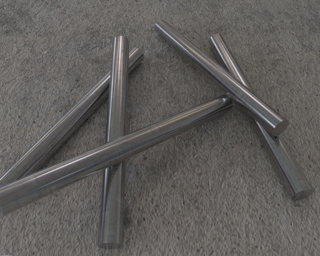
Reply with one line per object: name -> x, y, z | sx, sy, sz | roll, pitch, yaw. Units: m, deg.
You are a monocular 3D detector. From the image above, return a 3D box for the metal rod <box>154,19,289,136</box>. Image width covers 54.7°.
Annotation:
metal rod -> 0.072, -0.091, 0.462 | 0.025, 0.025, 0.300 | -22, 48, -18

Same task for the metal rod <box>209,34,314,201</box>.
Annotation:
metal rod -> 0.126, -0.038, 0.435 | 0.025, 0.025, 0.300 | -9, 51, -8

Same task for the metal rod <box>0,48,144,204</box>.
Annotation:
metal rod -> -0.110, -0.019, 0.418 | 0.025, 0.025, 0.301 | 23, 54, 18

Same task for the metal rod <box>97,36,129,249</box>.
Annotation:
metal rod -> -0.054, -0.007, 0.389 | 0.025, 0.025, 0.300 | -1, 56, -1

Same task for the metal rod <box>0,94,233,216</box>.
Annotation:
metal rod -> -0.025, 0.015, 0.352 | 0.302, 0.025, 0.025 | -23, 53, -33
